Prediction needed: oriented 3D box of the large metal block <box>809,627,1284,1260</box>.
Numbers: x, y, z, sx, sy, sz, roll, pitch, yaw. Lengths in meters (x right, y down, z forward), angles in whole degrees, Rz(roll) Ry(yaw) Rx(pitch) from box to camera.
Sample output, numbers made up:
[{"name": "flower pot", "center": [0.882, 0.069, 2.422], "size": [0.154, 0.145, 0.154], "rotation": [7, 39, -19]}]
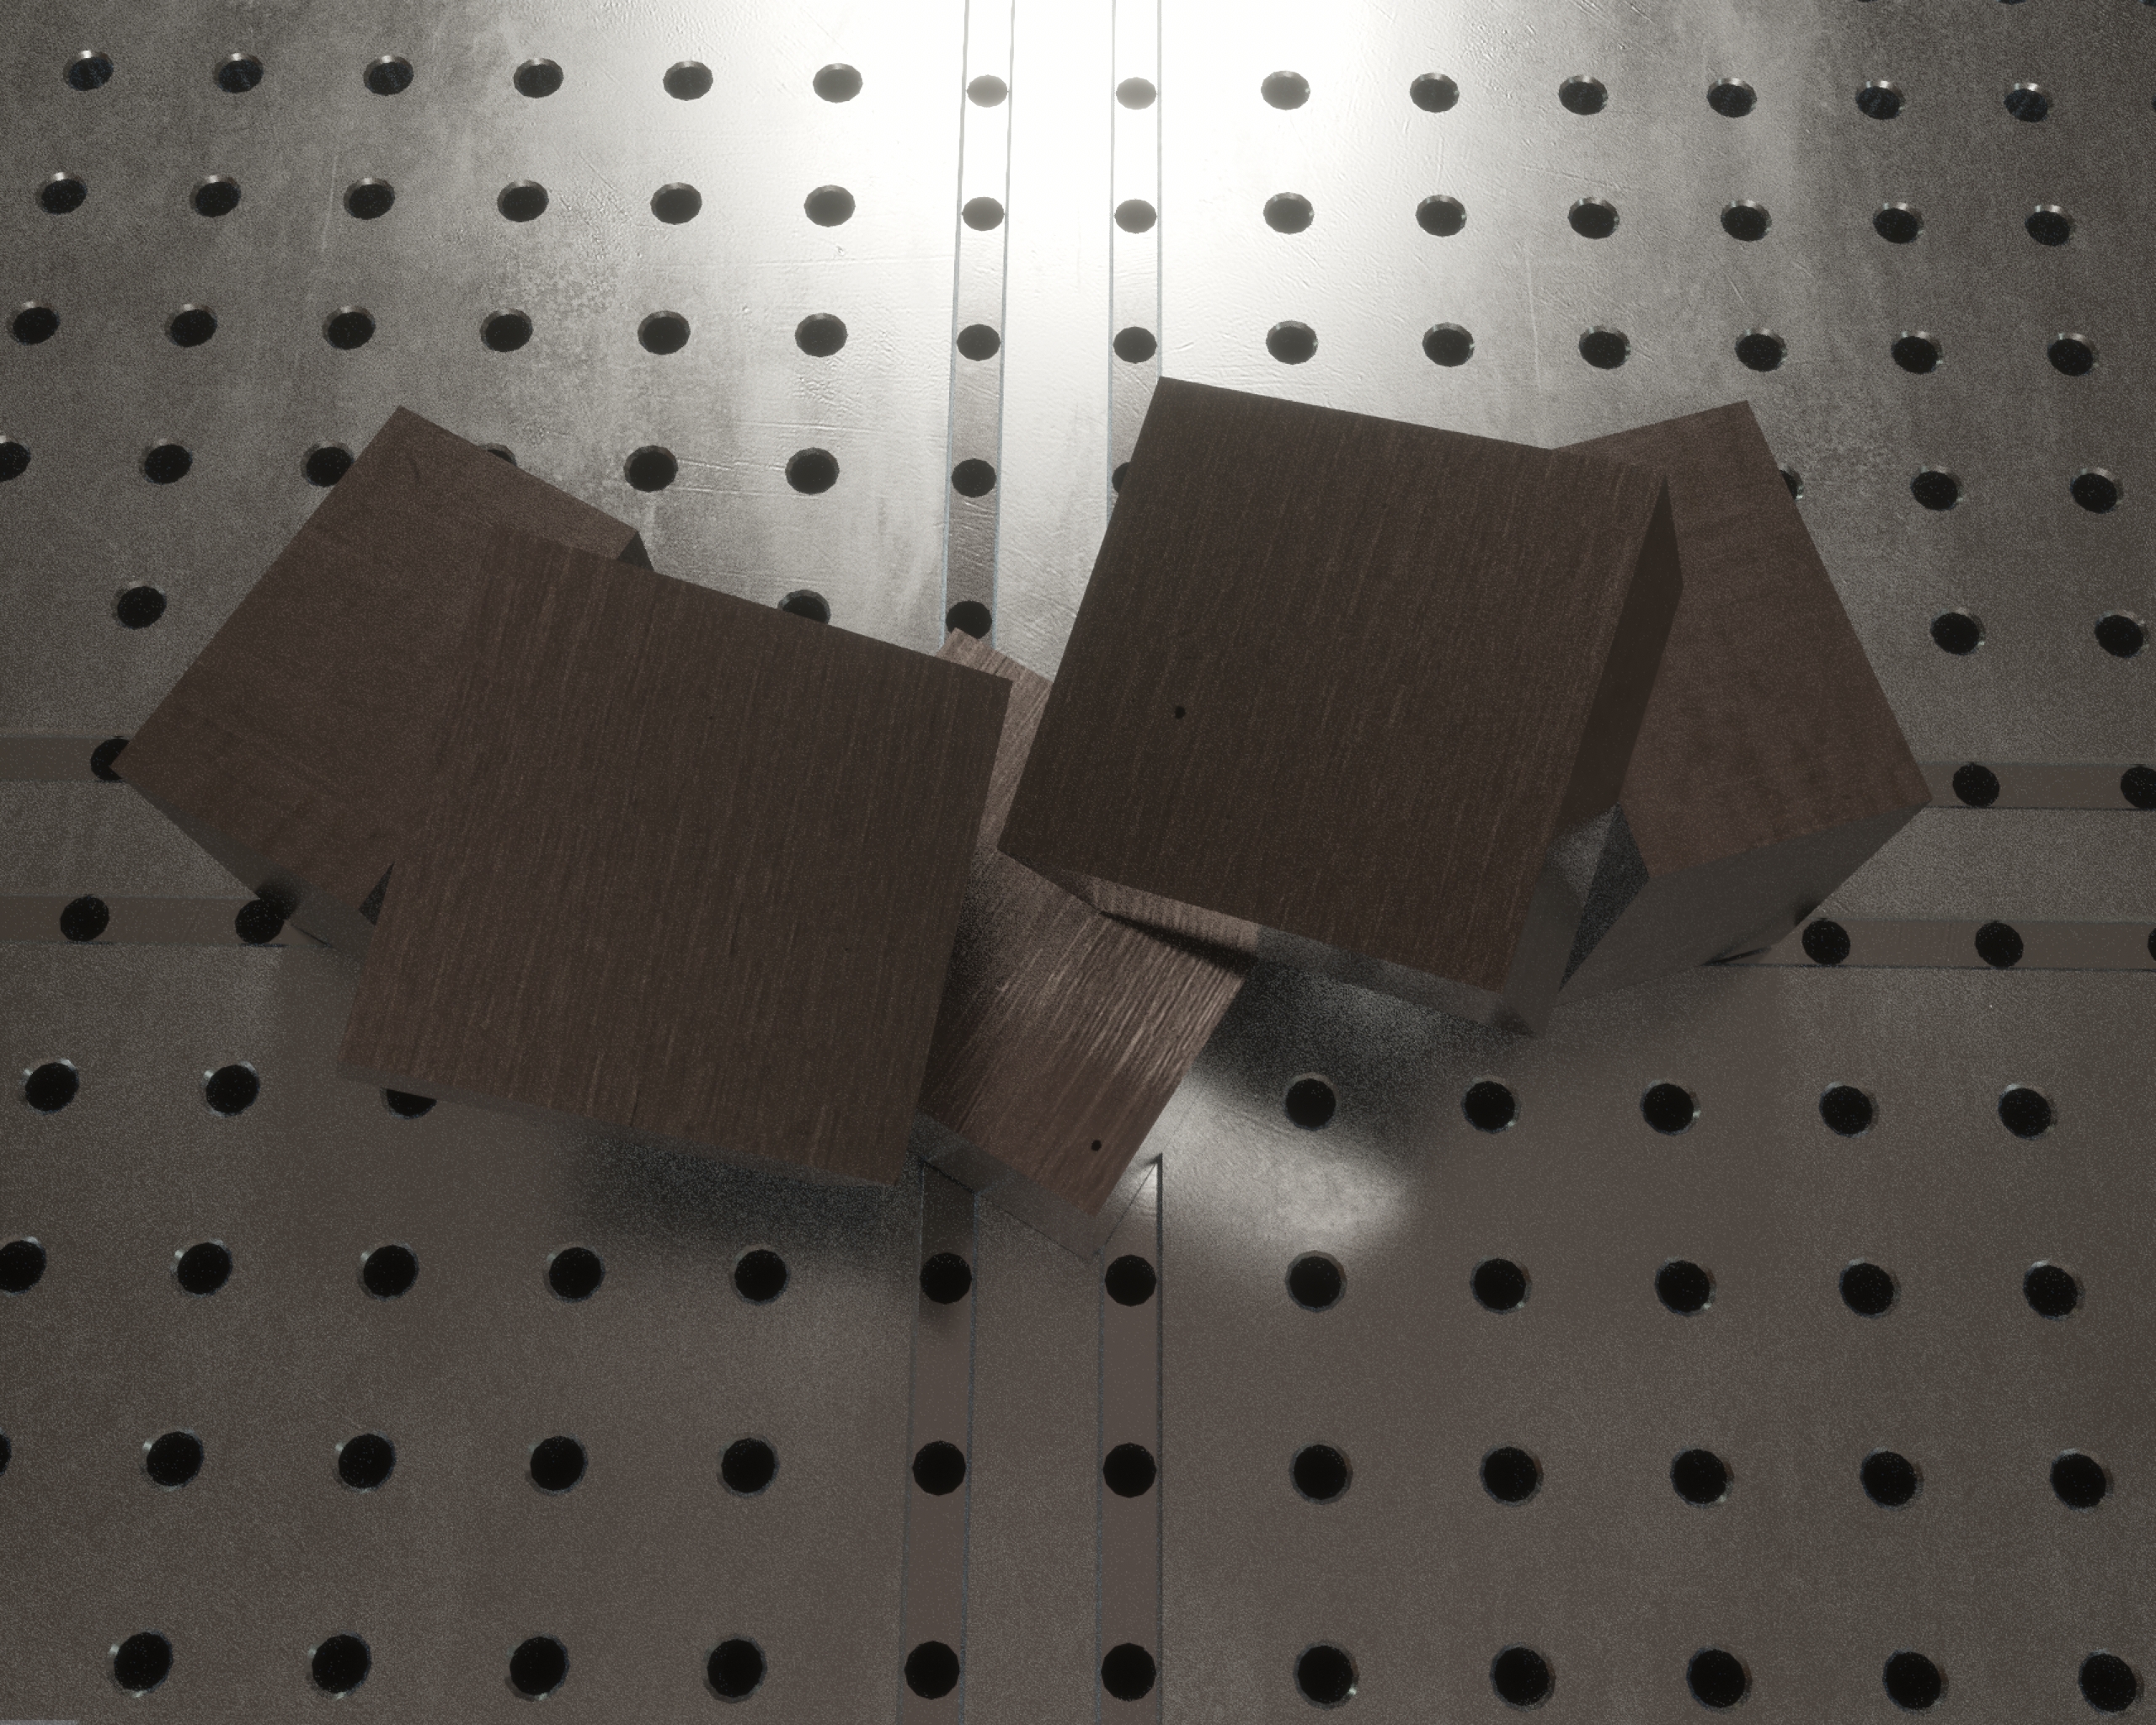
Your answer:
[{"name": "large metal block", "center": [-0.010, 0.016, 0.392], "size": [0.080, 0.050, 0.080], "rotation": [31, 73, 10]}]

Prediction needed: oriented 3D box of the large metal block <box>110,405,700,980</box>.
[{"name": "large metal block", "center": [-0.118, -0.023, 0.389], "size": [0.050, 0.080, 0.080], "rotation": [28, 72, 9]}]

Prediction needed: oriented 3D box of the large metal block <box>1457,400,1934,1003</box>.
[{"name": "large metal block", "center": [0.106, -0.027, 0.393], "size": [0.050, 0.080, 0.080], "rotation": [-15, 71, -6]}]

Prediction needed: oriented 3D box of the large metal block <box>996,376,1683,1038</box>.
[{"name": "large metal block", "center": [0.044, -0.024, 0.334], "size": [0.080, 0.050, 0.080], "rotation": [16, 83, 21]}]

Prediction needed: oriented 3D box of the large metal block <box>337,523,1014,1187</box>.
[{"name": "large metal block", "center": [-0.064, 0.003, 0.327], "size": [0.081, 0.050, 0.080], "rotation": [16, 77, -17]}]
